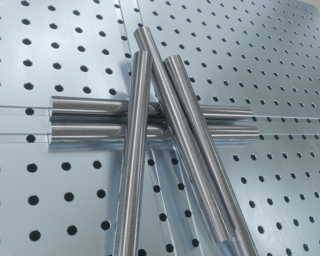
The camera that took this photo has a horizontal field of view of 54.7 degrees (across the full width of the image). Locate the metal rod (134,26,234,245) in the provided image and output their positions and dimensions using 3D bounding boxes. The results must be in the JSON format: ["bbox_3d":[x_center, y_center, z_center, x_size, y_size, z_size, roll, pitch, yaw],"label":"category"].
[{"bbox_3d":[0.022,-0.007,0.394,0.025,0.025,0.299,-6,65,-31],"label":"metal rod"}]

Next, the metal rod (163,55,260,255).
[{"bbox_3d":[0.065,0.042,0.395,0.025,0.025,0.299,-11,75,-33],"label":"metal rod"}]

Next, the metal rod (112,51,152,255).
[{"bbox_3d":[-0.030,0.041,0.344,0.025,0.025,0.299,14,63,-21],"label":"metal rod"}]

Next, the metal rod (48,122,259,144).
[{"bbox_3d":[0.012,0.007,0.412,0.303,0.025,0.025,1,62,-28],"label":"metal rod"}]

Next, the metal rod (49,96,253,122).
[{"bbox_3d":[0.007,-0.023,0.428,0.303,0.025,0.025,1,62,-28],"label":"metal rod"}]
